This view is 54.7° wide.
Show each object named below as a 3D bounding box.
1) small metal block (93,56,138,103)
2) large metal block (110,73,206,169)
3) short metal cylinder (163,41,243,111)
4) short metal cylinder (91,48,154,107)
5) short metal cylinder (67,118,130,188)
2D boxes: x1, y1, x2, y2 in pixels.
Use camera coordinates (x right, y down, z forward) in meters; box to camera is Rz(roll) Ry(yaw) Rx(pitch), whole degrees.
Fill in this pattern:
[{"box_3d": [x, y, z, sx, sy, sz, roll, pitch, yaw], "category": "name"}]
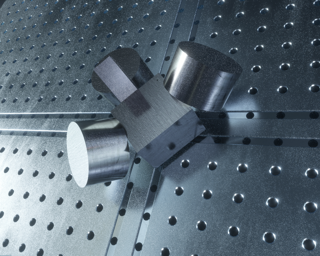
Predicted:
[{"box_3d": [-0.053, -0.061, 0.389, 0.025, 0.050, 0.050, -39, 7, 4], "category": "small metal block"}, {"box_3d": [-0.003, -0.010, 0.392, 0.080, 0.050, 0.080, -39, 51, 2], "category": "large metal block"}, {"box_3d": [0.050, -0.063, 0.371, 0.080, 0.081, 0.050, 51, 130, 39], "category": "short metal cylinder"}, {"box_3d": [-0.054, -0.072, 0.460, 0.080, 0.050, 0.080, -13, 56, 21], "category": "short metal cylinder"}, {"box_3d": [-0.078, 0.029, 0.384, 0.080, 0.050, 0.079, 18, 112, 55], "category": "short metal cylinder"}]
